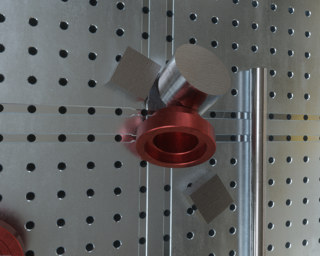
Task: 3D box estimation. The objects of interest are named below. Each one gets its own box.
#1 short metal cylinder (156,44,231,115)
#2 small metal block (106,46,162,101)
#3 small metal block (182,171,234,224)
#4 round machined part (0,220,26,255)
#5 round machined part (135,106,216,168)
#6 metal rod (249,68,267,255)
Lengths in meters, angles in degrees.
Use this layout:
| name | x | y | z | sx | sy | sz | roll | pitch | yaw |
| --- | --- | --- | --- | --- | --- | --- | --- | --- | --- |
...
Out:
| name | x | y | z | sx | sy | sz | roll | pitch | yaw |
| --- | --- | --- | --- | --- | --- | --- | --- | --- | --- |
| short metal cylinder | 0.042 | -0.060 | 0.396 | 0.081 | 0.050 | 0.080 | 16 | 52 | -22 |
| small metal block | -0.033 | -0.069 | 0.400 | 0.050 | 0.025 | 0.050 | 28 | 81 | -18 |
| small metal block | 0.068 | 0.097 | 0.438 | 0.050 | 0.025 | 0.050 | -35 | 102 | -17 |
| round machined part | -0.197 | 0.143 | 0.331 | 0.099 | 0.042 | 0.097 | 0 | 90 | -20 |
| round machined part | 0.020 | 0.009 | 0.390 | 0.099 | 0.097 | 0.042 | 17 | 52 | -19 |
| metal rod | 0.147 | 0.061 | 0.466 | 0.025 | 0.025 | 0.298 | 0 | 90 | -20 |
